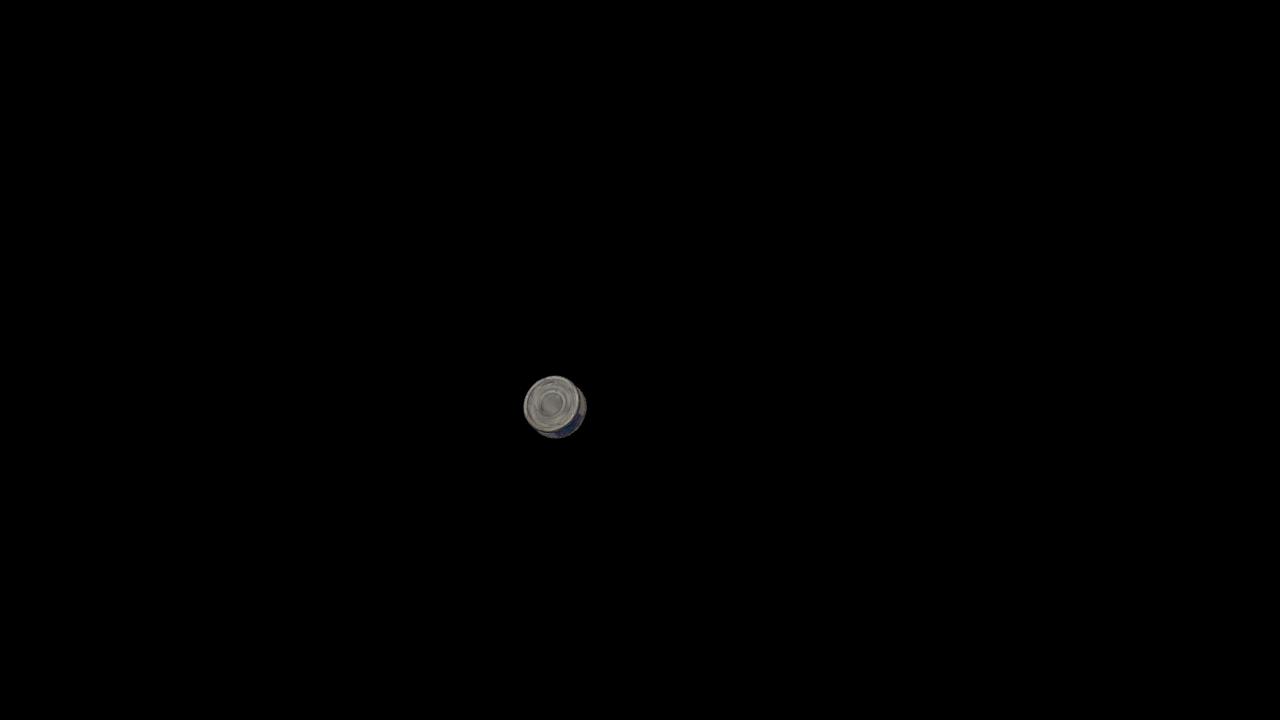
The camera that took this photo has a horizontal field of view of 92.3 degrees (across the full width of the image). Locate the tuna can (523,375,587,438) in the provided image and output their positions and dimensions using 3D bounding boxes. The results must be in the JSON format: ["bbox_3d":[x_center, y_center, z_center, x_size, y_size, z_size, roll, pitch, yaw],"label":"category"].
[{"bbox_3d":[-0.119,0.065,0.857,0.084,0.084,0.034,0,-21,12],"label":"tuna can"}]
